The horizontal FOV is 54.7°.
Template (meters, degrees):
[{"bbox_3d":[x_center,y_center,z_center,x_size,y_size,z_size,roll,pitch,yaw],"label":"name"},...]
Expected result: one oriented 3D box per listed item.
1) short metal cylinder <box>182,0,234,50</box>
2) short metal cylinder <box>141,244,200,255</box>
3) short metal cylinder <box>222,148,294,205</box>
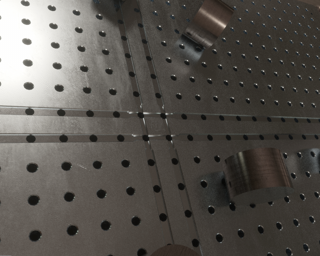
[{"bbox_3d":[0.081,-0.182,0.530,0.050,0.080,0.080,31,52,-9],"label":"short metal cylinder"},{"bbox_3d":[0.006,0.159,0.300,0.081,0.050,0.080,14,56,-21],"label":"short metal cylinder"},{"bbox_3d":[0.126,0.065,0.403,0.081,0.080,0.050,7,59,-25],"label":"short metal cylinder"}]
